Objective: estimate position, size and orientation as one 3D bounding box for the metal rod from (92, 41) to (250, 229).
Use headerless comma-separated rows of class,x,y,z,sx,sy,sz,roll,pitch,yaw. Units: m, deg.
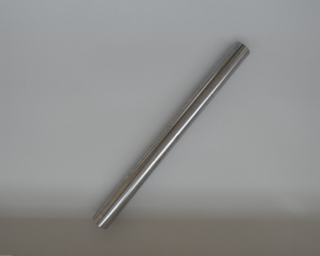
metal rod,0.015,0.009,0.411,0.025,0.025,0.300,39,90,-1
